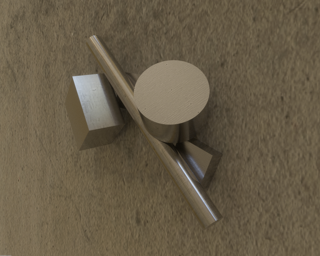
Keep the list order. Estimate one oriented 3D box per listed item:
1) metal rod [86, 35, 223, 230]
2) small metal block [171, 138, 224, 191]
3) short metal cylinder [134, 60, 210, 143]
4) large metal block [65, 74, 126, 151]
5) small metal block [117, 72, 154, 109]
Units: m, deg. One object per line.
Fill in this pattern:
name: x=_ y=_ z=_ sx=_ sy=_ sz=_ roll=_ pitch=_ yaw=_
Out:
metal rod: x=-0.020 y=-0.012 z=0.388 sx=0.025 sy=0.025 sz=0.299 roll=-48 pitch=62 yaw=29
small metal block: x=0.041 y=0.042 z=0.372 sx=0.050 sy=0.025 sz=0.050 roll=31 pitch=109 yaw=35
short metal cylinder: x=0.015 y=-0.029 z=0.350 sx=0.080 sy=0.050 sz=0.080 roll=-2 pitch=65 yaw=6
large metal block: x=-0.097 y=-0.022 z=0.446 sx=0.080 sy=0.050 sz=0.080 roll=-45 pitch=61 yaw=57
small metal block: x=-0.033 y=-0.050 z=0.432 sx=0.050 sy=0.025 sz=0.050 roll=16 pitch=100 yaw=38
